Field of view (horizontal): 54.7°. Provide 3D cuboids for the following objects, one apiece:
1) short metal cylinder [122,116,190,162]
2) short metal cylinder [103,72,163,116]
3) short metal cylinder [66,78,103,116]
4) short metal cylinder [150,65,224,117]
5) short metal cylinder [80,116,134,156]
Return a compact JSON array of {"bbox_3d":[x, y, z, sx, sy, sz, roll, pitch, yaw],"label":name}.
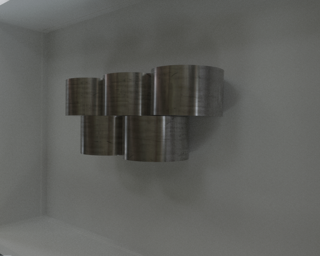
[{"bbox_3d":[-0.005,0.011,0.373,0.080,0.081,0.050,1,91,40],"label":"short metal cylinder"},{"bbox_3d":[-0.032,-0.040,0.395,0.080,0.081,0.050,1,91,40],"label":"short metal cylinder"},{"bbox_3d":[-0.094,-0.042,0.447,0.080,0.081,0.050,1,91,40],"label":"short metal cylinder"},{"bbox_3d":[0.030,-0.038,0.344,0.080,0.081,0.050,3,92,40],"label":"short metal cylinder"},{"bbox_3d":[-0.068,0.009,0.425,0.080,0.081,0.050,1,91,40],"label":"short metal cylinder"}]
